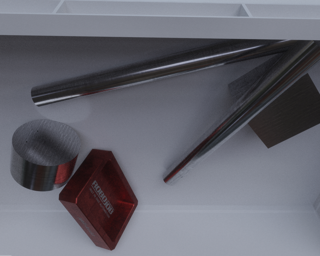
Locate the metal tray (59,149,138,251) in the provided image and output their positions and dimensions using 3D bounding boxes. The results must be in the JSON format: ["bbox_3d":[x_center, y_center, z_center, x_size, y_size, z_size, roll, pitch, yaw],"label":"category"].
[{"bbox_3d":[-0.082,0.105,0.451,0.030,0.090,0.129,5,135,27],"label":"metal tray"}]

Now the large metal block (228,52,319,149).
[{"bbox_3d":[0.140,-0.033,0.367,0.080,0.050,0.080,-32,124,23],"label":"large metal block"}]

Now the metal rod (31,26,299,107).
[{"bbox_3d":[-0.002,-0.067,0.351,0.301,0.025,0.025,-11,129,9],"label":"metal rod"}]

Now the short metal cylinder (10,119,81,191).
[{"bbox_3d":[-0.148,0.034,0.400,0.081,0.080,0.050,15,128,-13],"label":"short metal cylinder"}]

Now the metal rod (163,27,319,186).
[{"bbox_3d":[0.071,0.004,0.359,0.025,0.025,0.298,17,145,-15],"label":"metal rod"}]
